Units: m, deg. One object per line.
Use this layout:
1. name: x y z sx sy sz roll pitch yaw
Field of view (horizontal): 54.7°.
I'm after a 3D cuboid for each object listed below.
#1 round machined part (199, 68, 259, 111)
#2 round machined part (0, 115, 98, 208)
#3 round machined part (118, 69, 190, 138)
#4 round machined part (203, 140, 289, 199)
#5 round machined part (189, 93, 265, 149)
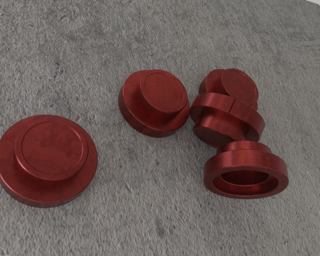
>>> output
1. round machined part: 0.115 -0.055 0.488 0.099 0.042 0.098 14 56 -21
2. round machined part: -0.112 0.028 0.316 0.099 0.042 0.098 14 56 -21
3. round machined part: -0.003 -0.039 0.415 0.099 0.042 0.098 13 56 -21
4. round machined part: 0.104 0.050 0.382 0.099 0.097 0.042 19 55 -17
5. round machined part: 0.082 -0.002 0.407 0.098 0.098 0.042 30 74 -9
